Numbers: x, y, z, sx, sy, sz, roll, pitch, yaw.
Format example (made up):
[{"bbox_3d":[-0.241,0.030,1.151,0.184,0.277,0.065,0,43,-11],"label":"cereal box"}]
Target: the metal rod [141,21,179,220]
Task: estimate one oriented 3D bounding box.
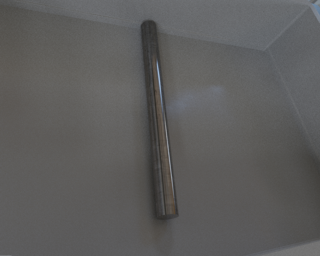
[{"bbox_3d":[-0.005,-0.030,0.420,0.025,0.025,0.299,8,58,-24],"label":"metal rod"}]
